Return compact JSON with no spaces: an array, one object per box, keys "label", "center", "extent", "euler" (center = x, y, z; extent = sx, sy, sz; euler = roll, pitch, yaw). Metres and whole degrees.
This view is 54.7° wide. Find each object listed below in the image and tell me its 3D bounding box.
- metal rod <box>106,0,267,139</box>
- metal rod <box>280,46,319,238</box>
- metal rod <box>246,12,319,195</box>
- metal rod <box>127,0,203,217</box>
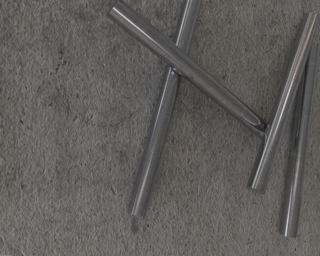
[{"label":"metal rod","center":[0.060,-0.059,0.409],"extent":[0.301,0.025,0.025],"euler":[34,79,-25]},{"label":"metal rod","center":[0.222,0.020,0.490],"extent":[0.025,0.025,0.298],"euler":[10,87,-20]},{"label":"metal rod","center":[0.185,-0.047,0.454],"extent":[0.025,0.025,0.300],"euler":[30,72,-18]},{"label":"metal rod","center":[0.008,-0.034,0.411],"extent":[0.025,0.025,0.299],"euler":[17,84,-19]}]
